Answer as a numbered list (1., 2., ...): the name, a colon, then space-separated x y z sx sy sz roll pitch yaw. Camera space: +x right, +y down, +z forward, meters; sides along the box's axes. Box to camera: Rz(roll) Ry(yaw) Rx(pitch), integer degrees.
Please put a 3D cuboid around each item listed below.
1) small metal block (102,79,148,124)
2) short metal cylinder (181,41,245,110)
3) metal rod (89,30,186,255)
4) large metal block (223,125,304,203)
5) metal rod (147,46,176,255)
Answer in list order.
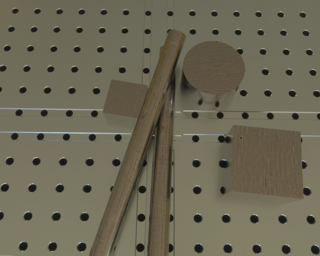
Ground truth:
1. small metal block: -0.046 -0.035 0.424 0.050 0.025 0.050 10 70 3
2. short metal cylinder: 0.070 -0.071 0.425 0.081 0.050 0.080 0 70 0
3. metal rod: -0.023 0.012 0.389 0.025 0.025 0.299 17 77 6
4. large metal block: 0.124 0.046 0.383 0.080 0.050 0.080 6 70 2
5. metal rod: 0.004 0.026 0.402 0.025 0.025 0.299 3 70 1
